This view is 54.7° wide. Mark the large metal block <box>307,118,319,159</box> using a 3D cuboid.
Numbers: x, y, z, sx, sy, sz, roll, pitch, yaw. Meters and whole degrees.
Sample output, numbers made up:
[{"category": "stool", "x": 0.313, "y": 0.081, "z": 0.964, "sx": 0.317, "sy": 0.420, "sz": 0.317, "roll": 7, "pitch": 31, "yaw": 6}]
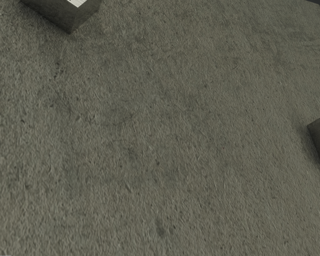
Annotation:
[{"category": "large metal block", "x": 0.320, "y": 0.023, "z": 0.546, "sx": 0.081, "sy": 0.050, "sz": 0.080, "roll": 7, "pitch": 59, "yaw": -25}]

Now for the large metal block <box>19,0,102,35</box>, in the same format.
[{"category": "large metal block", "x": -0.133, "y": -0.190, "z": 0.432, "sx": 0.080, "sy": 0.050, "sz": 0.080, "roll": 34, "pitch": 51, "yaw": -6}]
